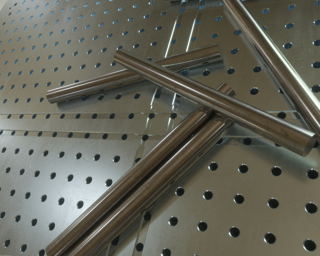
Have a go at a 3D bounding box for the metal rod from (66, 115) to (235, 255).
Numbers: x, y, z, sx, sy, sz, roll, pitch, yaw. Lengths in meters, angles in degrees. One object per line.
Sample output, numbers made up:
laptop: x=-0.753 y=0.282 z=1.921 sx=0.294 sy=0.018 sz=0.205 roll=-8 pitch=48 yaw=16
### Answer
metal rod: x=-0.028 y=0.091 z=0.368 sx=0.300 sy=0.025 sz=0.025 roll=-43 pitch=51 yaw=-2

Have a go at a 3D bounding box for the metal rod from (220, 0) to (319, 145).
metal rod: x=0.140 y=-0.090 z=0.390 sx=0.025 sy=0.025 sz=0.300 roll=-27 pitch=52 yaw=12

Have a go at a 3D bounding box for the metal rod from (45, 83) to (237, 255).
metal rod: x=-0.022 y=0.054 z=0.387 sx=0.300 sy=0.025 sz=0.025 roll=-43 pitch=51 yaw=-2

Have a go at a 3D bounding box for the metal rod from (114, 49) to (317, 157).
metal rod: x=0.040 y=-0.046 z=0.382 sx=0.300 sy=0.025 sz=0.025 roll=32 pitch=80 yaw=38

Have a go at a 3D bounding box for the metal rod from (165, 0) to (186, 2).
metal rod: x=0.140 y=-0.220 z=0.470 sx=0.300 sy=0.025 sz=0.025 roll=7 pitch=65 yaw=31

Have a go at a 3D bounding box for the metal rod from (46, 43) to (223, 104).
metal rod: x=-0.053 y=-0.080 z=0.486 sx=0.300 sy=0.025 sz=0.025 roll=-11 pitch=57 yaw=22
